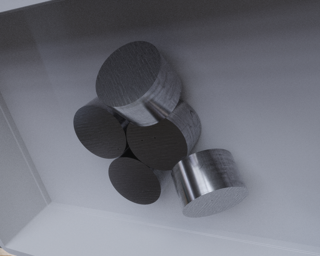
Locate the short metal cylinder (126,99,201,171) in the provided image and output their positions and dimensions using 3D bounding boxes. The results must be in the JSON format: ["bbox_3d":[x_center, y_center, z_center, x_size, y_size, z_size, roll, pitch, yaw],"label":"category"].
[{"bbox_3d":[0.005,0.006,0.390,0.080,0.050,0.079,13,124,20],"label":"short metal cylinder"}]

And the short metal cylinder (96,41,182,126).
[{"bbox_3d":[-0.023,-0.048,0.343,0.080,0.080,0.050,-3,155,29],"label":"short metal cylinder"}]

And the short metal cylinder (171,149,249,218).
[{"bbox_3d":[0.059,0.068,0.374,0.081,0.050,0.080,-12,145,-8],"label":"short metal cylinder"}]

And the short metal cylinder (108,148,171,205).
[{"bbox_3d":[-0.025,0.061,0.439,0.080,0.050,0.079,13,124,20],"label":"short metal cylinder"}]

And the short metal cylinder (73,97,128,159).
[{"bbox_3d":[-0.069,-0.005,0.421,0.080,0.050,0.079,13,124,20],"label":"short metal cylinder"}]
